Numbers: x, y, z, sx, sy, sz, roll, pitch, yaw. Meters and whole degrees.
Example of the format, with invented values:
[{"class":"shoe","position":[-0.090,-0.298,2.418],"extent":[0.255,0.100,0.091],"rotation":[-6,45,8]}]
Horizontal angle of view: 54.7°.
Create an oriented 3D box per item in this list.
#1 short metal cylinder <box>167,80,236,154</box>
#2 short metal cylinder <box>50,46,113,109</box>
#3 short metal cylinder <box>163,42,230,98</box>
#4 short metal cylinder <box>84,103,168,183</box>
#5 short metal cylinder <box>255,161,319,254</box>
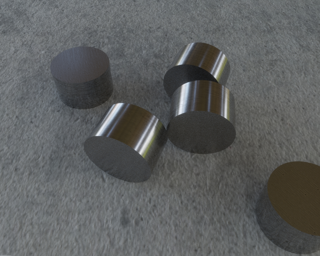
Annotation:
[{"class":"short metal cylinder","position":[0.051,-0.012,0.378],"extent":[0.080,0.080,0.050],"rotation":[6,51,5]},{"class":"short metal cylinder","position":[-0.111,-0.073,0.447],"extent":[0.081,0.050,0.080],"rotation":[0,50,0]},{"class":"short metal cylinder","position":[0.051,-0.069,0.427],"extent":[0.080,0.080,0.050],"rotation":[17,52,13]},{"class":"short metal cylinder","position":[-0.038,0.018,0.352],"extent":[0.080,0.080,0.050],"rotation":[17,52,13]},{"class":"short metal cylinder","position":[0.146,0.082,0.320],"extent":[0.081,0.050,0.080],"rotation":[0,50,0]}]
